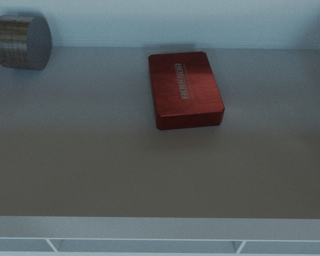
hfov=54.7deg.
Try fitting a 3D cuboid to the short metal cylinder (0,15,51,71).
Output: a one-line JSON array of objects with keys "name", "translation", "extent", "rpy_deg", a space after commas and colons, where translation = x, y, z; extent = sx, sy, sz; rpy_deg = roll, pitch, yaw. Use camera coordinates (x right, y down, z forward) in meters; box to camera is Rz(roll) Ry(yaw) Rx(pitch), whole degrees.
[{"name": "short metal cylinder", "translation": [-0.210, -0.131, 0.476], "extent": [0.050, 0.080, 0.080], "rpy_deg": [5, 50, 4]}]

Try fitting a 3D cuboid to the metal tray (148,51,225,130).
[{"name": "metal tray", "translation": [0.034, -0.058, 0.451], "extent": [0.091, 0.030, 0.130], "rpy_deg": [-5, 50, -5]}]
